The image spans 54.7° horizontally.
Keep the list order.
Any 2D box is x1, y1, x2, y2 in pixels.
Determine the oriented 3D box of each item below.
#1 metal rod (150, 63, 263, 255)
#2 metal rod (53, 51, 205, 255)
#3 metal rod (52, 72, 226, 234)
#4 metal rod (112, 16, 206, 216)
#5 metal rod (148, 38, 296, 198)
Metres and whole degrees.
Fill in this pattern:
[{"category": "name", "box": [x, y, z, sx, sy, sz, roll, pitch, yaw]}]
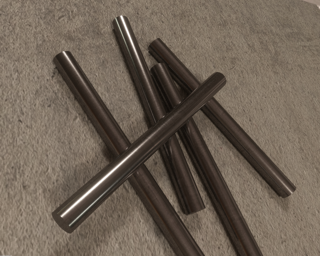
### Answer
[{"category": "metal rod", "box": [0.057, 0.041, 0.411, 0.025, 0.025, 0.299, -13, 68, -34]}, {"category": "metal rod", "box": [-0.040, 0.032, 0.363, 0.025, 0.025, 0.299, -26, 76, -37]}, {"category": "metal rod", "box": [0.001, 0.006, 0.368, 0.025, 0.025, 0.302, 46, 51, 3]}, {"category": "metal rod", "box": [-0.009, -0.031, 0.419, 0.025, 0.025, 0.299, -8, 66, -32]}, {"category": "metal rod", "box": [0.089, -0.018, 0.464, 0.300, 0.025, 0.025, 49, 51, 6]}]
